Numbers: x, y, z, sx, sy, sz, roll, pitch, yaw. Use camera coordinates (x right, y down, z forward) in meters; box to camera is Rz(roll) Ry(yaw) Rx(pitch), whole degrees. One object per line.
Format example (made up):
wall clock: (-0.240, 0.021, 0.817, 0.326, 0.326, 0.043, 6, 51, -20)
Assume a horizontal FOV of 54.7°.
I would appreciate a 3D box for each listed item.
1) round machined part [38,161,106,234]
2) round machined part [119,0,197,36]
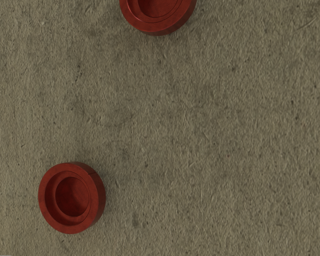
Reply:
round machined part: (-0.120, 0.096, 0.442, 0.098, 0.042, 0.097, 0, 90, 20)
round machined part: (0.001, -0.167, 0.400, 0.098, 0.042, 0.097, 0, 90, 20)
